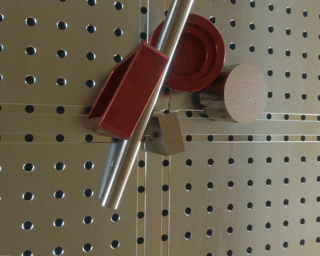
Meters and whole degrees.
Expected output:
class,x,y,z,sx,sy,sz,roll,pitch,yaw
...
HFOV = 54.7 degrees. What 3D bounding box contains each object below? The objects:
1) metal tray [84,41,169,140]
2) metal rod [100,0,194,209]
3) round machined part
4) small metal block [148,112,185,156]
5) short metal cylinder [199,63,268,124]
class,x,y,z,sx,sy,sz,roll,pitch,yaw
metal tray,-0.043,-0.035,0.341,0.030,0.130,0.090,29,80,-18
metal rod,-0.012,-0.043,0.375,0.025,0.025,0.298,18,96,-20
round machined part,0.032,-0.096,0.409,0.099,0.042,0.097,-1,96,-7
small metal block,0.006,0.007,0.403,0.025,0.050,0.050,-14,95,-20
short metal cylinder,0.102,-0.048,0.431,0.081,0.050,0.079,-3,97,-31
